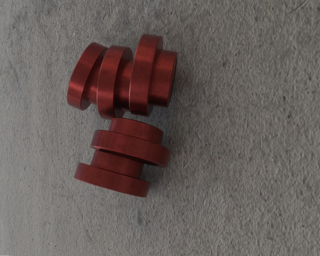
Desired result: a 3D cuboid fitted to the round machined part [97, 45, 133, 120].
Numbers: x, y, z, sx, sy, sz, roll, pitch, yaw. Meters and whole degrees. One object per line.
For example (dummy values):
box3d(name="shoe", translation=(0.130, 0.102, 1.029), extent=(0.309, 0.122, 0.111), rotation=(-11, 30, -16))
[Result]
box3d(name="round machined part", translation=(-0.046, -0.056, 0.408), extent=(0.042, 0.098, 0.097), rotation=(10, 98, 5))

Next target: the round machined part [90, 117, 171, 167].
box3d(name="round machined part", translation=(-0.033, 0.017, 0.389), extent=(0.098, 0.098, 0.042), rotation=(6, 76, 40))

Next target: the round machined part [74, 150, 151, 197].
box3d(name="round machined part", translation=(-0.059, 0.058, 0.410), extent=(0.098, 0.098, 0.042), rotation=(7, 77, 40))

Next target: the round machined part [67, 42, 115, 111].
box3d(name="round machined part", translation=(-0.091, -0.069, 0.446), extent=(0.042, 0.098, 0.097), rotation=(23, 109, -2))

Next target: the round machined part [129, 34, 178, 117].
box3d(name="round machined part", translation=(-0.005, -0.061, 0.374), extent=(0.042, 0.098, 0.097), rotation=(10, 98, 4))
